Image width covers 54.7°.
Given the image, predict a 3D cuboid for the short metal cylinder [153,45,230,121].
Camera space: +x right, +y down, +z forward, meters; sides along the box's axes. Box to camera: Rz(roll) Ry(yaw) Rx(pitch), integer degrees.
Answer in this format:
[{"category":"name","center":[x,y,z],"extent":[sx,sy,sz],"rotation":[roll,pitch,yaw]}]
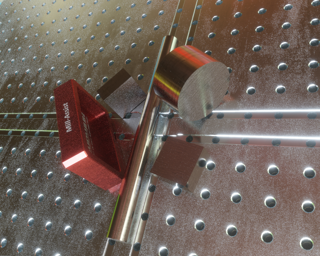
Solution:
[{"category":"short metal cylinder","center":[0.039,-0.055,0.385],"extent":[0.080,0.080,0.050],"rotation":[-44,51,-3]}]

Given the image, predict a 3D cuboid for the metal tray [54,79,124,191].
[{"category":"metal tray","center":[-0.093,0.008,0.408],"extent":[0.030,0.090,0.130],"rotation":[-29,52,10]}]

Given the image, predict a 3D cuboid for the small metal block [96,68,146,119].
[{"category":"small metal block","center":[-0.054,-0.049,0.448],"extent":[0.050,0.050,0.025],"rotation":[-41,51,0]}]

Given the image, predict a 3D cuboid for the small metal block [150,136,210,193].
[{"category":"small metal block","center":[0.024,0.043,0.369],"extent":[0.050,0.025,0.050],"rotation":[16,70,34]}]

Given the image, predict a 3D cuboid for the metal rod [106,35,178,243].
[{"category":"metal rod","center":[-0.017,-0.003,0.417],"extent":[0.025,0.025,0.300],"rotation":[0,61,28]}]
